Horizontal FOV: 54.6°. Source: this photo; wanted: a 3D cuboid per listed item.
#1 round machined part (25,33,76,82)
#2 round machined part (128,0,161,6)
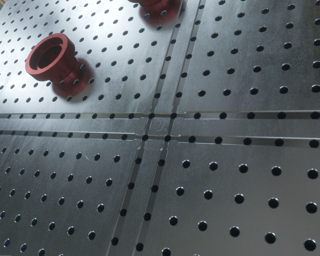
[{"bbox_3d":[-0.199,-0.127,0.581,0.098,0.042,0.098,-13,56,21],"label":"round machined part"},{"bbox_3d":[-0.021,-0.266,0.573,0.098,0.042,0.098,-13,56,21],"label":"round machined part"}]
